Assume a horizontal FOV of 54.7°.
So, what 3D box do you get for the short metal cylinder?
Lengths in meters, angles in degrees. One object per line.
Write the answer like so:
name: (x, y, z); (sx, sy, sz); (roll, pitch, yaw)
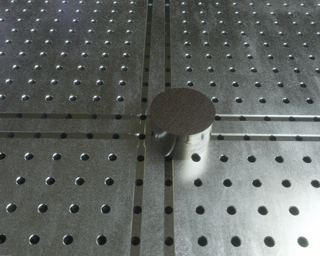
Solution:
short metal cylinder: (0.027, -0.006, 0.397); (0.081, 0.050, 0.080); (0, 50, 0)
